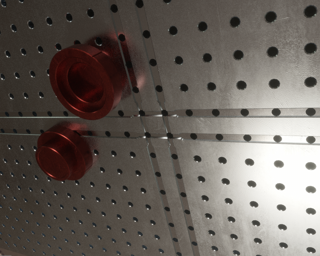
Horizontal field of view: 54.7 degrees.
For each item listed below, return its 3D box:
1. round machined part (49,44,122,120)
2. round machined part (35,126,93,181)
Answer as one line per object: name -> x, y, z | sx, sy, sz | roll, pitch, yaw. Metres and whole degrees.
round machined part -> -0.092, -0.063, 0.408 | 0.098, 0.042, 0.097 | 13, 124, 20
round machined part -> -0.166, 0.049, 0.515 | 0.098, 0.042, 0.097 | 13, 124, 20
